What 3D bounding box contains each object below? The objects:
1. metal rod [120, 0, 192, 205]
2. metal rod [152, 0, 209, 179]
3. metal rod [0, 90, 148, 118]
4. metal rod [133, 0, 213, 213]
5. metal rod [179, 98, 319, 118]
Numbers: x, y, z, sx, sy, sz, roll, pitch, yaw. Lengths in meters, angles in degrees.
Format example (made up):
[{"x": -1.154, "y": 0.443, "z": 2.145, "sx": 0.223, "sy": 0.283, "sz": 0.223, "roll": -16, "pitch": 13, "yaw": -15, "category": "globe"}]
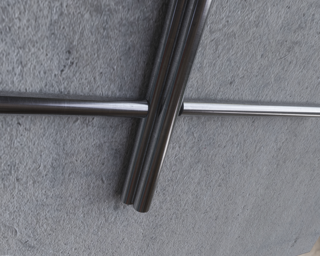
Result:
[{"x": -0.009, "y": -0.028, "z": 0.389, "sx": 0.025, "sy": 0.025, "sz": 0.298, "roll": 1, "pitch": 118, "yaw": -29, "category": "metal rod"}, {"x": 0.011, "y": -0.023, "z": 0.403, "sx": 0.025, "sy": 0.025, "sz": 0.298, "roll": 1, "pitch": 118, "yaw": -29, "category": "metal rod"}, {"x": -0.153, "y": -0.025, "z": 0.310, "sx": 0.303, "sy": 0.025, "sz": 0.025, "roll": 0, "pitch": 118, "yaw": -29, "category": "metal rod"}, {"x": 0.010, "y": -0.019, "z": 0.377, "sx": 0.025, "sy": 0.025, "sz": 0.298, "roll": 1, "pitch": 118, "yaw": -29, "category": "metal rod"}, {"x": 0.157, "y": -0.029, "z": 0.479, "sx": 0.303, "sy": 0.025, "sz": 0.025, "roll": -1, "pitch": 119, "yaw": -29, "category": "metal rod"}]
